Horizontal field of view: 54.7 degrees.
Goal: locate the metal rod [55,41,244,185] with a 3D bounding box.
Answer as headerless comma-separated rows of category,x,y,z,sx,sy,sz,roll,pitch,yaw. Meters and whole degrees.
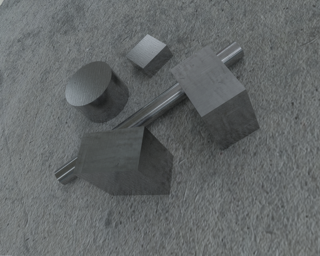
metal rod,-0.017,-0.018,0.423,0.300,0.025,0.025,-36,51,4

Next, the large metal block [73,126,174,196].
large metal block,-0.039,0.043,0.363,0.080,0.080,0.050,-7,59,24

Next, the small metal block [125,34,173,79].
small metal block,-0.017,-0.112,0.482,0.050,0.025,0.050,-46,51,-4

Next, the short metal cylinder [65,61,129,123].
short metal cylinder,-0.095,-0.054,0.471,0.080,0.050,0.080,-13,56,21

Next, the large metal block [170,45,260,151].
large metal block,0.064,-0.033,0.355,0.050,0.080,0.080,-33,52,7
